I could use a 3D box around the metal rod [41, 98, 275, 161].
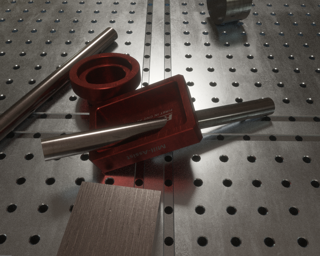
[{"bbox_3d":[0.014,-0.003,0.385,0.303,0.025,0.025,-11,51,-20],"label":"metal rod"}]

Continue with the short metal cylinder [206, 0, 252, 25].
[{"bbox_3d":[0.127,-0.237,0.573,0.050,0.080,0.080,-15,52,-13],"label":"short metal cylinder"}]

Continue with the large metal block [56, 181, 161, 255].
[{"bbox_3d":[-0.044,0.104,0.303,0.080,0.050,0.080,6,50,5],"label":"large metal block"}]

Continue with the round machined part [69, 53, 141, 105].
[{"bbox_3d":[-0.076,-0.066,0.445,0.099,0.042,0.098,-2,41,2],"label":"round machined part"}]

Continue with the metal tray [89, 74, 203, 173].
[{"bbox_3d":[-0.022,-0.007,0.381,0.130,0.030,0.090,-19,50,10],"label":"metal tray"}]

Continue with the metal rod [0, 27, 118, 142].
[{"bbox_3d":[-0.159,-0.066,0.461,0.025,0.025,0.301,24,54,18],"label":"metal rod"}]
